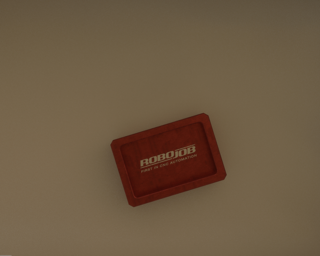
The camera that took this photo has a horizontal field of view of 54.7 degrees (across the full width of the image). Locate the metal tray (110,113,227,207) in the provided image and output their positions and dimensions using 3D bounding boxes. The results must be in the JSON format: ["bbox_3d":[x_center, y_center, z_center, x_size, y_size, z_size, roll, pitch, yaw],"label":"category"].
[{"bbox_3d":[0.011,0.041,0.409,0.131,0.030,0.090,-17,90,-1],"label":"metal tray"}]
